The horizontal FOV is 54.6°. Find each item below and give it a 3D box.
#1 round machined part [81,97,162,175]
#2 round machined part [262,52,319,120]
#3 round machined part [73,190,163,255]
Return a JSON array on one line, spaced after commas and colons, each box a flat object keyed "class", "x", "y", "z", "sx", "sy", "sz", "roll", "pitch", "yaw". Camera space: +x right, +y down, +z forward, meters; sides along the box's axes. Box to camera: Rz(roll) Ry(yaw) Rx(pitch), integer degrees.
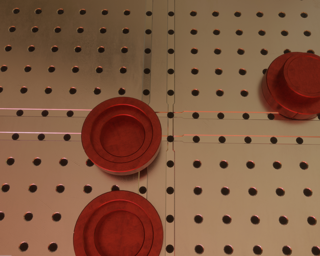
[{"class": "round machined part", "x": -0.047, "y": 0.013, "z": 0.398, "sx": 0.099, "sy": 0.042, "sz": 0.098, "roll": 0, "pitch": 70, "yaw": 0}, {"class": "round machined part", "x": 0.196, "y": -0.064, "z": 0.427, "sx": 0.099, "sy": 0.042, "sz": 0.098, "roll": 0, "pitch": 70, "yaw": 0}, {"class": "round machined part", "x": -0.046, "y": 0.124, "z": 0.357, "sx": 0.099, "sy": 0.042, "sz": 0.098, "roll": 0, "pitch": 70, "yaw": 0}]
